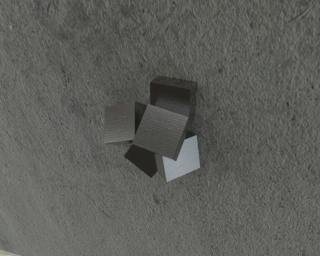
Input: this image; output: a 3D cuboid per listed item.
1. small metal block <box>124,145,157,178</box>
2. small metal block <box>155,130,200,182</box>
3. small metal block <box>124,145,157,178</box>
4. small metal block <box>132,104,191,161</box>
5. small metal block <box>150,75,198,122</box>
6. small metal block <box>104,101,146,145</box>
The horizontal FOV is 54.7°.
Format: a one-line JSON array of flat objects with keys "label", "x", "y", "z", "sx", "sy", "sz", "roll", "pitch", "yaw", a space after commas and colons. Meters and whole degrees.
[{"label": "small metal block", "x": -0.015, "y": 0.035, "z": 0.436, "sx": 0.050, "sy": 0.025, "sz": 0.050, "roll": 39, "pitch": 129, "yaw": 1}, {"label": "small metal block", "x": 0.022, "y": 0.034, "z": 0.398, "sx": 0.025, "sy": 0.050, "sz": 0.050, "roll": 38, "pitch": 143, "yaw": 55}, {"label": "small metal block", "x": -0.015, "y": 0.035, "z": 0.436, "sx": 0.050, "sy": 0.025, "sz": 0.050, "roll": 39, "pitch": 129, "yaw": 2}, {"label": "small metal block", "x": 0.003, "y": 0.006, "z": 0.359, "sx": 0.050, "sy": 0.025, "sz": 0.050, "roll": 20, "pitch": 82, "yaw": 16}, {"label": "small metal block", "x": 0.016, "y": -0.033, "z": 0.378, "sx": 0.050, "sy": 0.025, "sz": 0.050, "roll": 13, "pitch": 124, "yaw": 20}, {"label": "small metal block", "x": -0.046, "y": -0.005, "z": 0.412, "sx": 0.050, "sy": 0.025, "sz": 0.050, "roll": -8, "pitch": 77, "yaw": 31}]
